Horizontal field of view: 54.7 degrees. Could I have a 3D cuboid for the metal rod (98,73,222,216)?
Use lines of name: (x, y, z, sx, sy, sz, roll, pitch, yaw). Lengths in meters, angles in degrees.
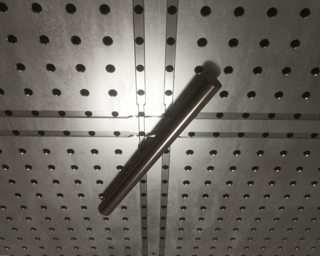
metal rod: (-0.016, 0.041, 0.446, 0.025, 0.025, 0.298, 25, 126, -20)
